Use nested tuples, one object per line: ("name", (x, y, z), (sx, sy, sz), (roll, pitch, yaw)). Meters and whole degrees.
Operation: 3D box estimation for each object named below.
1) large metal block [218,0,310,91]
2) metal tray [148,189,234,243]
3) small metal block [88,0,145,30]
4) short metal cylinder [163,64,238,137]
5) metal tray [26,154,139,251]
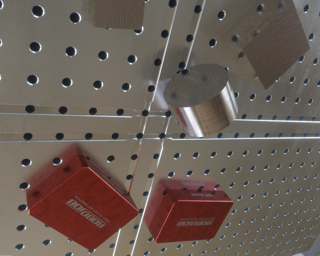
("large metal block", (0.136, -0.111, 0.403), (0.080, 0.050, 0.080), (-44, 130, 2))
("metal tray", (0.055, 0.151, 0.534), (0.131, 0.030, 0.089), (10, 113, -33))
("small metal block", (-0.043, -0.128, 0.310), (0.050, 0.025, 0.050), (-5, 121, -26))
("short metal cylinder", (0.051, -0.035, 0.384), (0.080, 0.080, 0.050), (-34, 129, -6))
("metal tray", (-0.100, 0.105, 0.420), (0.090, 0.030, 0.130), (-39, 130, -3))
